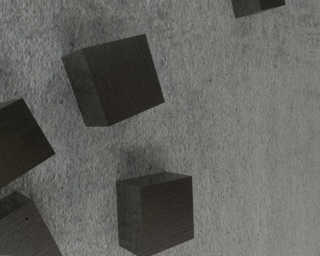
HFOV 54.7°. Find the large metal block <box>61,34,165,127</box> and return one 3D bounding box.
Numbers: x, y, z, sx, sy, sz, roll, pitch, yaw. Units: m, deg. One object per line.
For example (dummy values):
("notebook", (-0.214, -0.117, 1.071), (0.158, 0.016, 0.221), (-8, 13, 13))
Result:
("large metal block", (-0.050, -0.053, 0.346), (0.081, 0.050, 0.080), (-27, 107, -37))

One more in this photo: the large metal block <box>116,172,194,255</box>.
("large metal block", (-0.005, 0.102, 0.384), (0.081, 0.050, 0.079), (-4, 93, -40))

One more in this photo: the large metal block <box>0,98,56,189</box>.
("large metal block", (-0.145, 0.019, 0.247), (0.080, 0.080, 0.050), (-37, 113, -34))

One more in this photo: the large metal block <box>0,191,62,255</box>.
("large metal block", (-0.140, 0.115, 0.272), (0.081, 0.050, 0.080), (-32, 110, -35))

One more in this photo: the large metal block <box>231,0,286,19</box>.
("large metal block", (0.163, -0.237, 0.524), (0.081, 0.050, 0.080), (-26, 106, -37))
